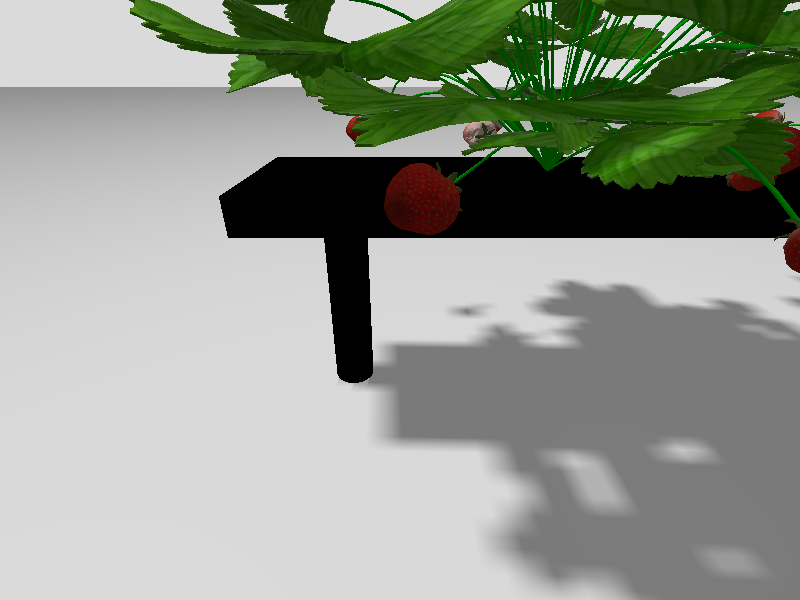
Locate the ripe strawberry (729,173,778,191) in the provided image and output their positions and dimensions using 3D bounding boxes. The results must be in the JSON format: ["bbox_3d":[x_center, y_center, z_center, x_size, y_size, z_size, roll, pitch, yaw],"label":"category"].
[{"bbox_3d":[0.240,-0.086,0.271,0.025,0.024,0.027,17,34,27],"label":"ripe strawberry"}]

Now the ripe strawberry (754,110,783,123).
[{"bbox_3d":[0.446,-0.216,0.492,0.038,0.034,0.034,-19,34,-30],"label":"ripe strawberry"}]

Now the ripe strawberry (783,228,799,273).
[{"bbox_3d":[0.165,-0.019,0.153,0.027,0.024,0.024,-5,44,-9],"label":"ripe strawberry"}]

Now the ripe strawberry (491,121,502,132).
[{"bbox_3d":[0.122,-0.237,0.535,0.034,0.030,0.031,0,-7,-1],"label":"ripe strawberry"}]

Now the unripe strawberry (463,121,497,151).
[{"bbox_3d":[0.082,-0.174,0.421,0.035,0.032,0.032,-12,31,-20],"label":"unripe strawberry"}]

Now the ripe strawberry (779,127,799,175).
[{"bbox_3d":[0.297,-0.115,0.311,0.036,0.036,0.040,4,30,6],"label":"ripe strawberry"}]

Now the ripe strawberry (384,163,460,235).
[{"bbox_3d":[0.009,-0.048,0.195,0.038,0.033,0.038,20,36,31],"label":"ripe strawberry"}]

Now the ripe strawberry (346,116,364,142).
[{"bbox_3d":[-0.051,-0.201,0.473,0.031,0.030,0.028,18,34,39],"label":"ripe strawberry"}]

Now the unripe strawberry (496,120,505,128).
[{"bbox_3d":[0.129,-0.226,0.512,0.011,0.010,0.010,0,29,1],"label":"unripe strawberry"}]
